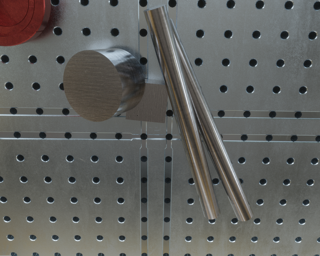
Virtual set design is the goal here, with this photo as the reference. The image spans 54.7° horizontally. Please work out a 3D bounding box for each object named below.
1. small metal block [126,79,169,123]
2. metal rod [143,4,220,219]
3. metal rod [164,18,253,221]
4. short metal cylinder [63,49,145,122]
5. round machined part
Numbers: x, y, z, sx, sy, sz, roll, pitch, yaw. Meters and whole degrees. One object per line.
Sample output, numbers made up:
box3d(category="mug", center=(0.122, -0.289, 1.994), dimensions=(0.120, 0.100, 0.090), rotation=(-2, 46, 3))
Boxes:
box3d(category="small metal block", center=(-0.016, -0.036, 0.400), dimensions=(0.050, 0.025, 0.050), rotation=(6, 110, -3))
box3d(category="metal rod", center=(0.036, -0.001, 0.396), dimensions=(0.025, 0.025, 0.298), rotation=(-15, 116, 5))
box3d(category="metal rod", center=(0.065, 0.003, 0.414), dimensions=(0.025, 0.025, 0.299), rotation=(-23, 109, 8))
box3d(category="short metal cylinder", center=(-0.065, -0.052, 0.364), dimensions=(0.080, 0.050, 0.079), rotation=(8, 109, 24))
box3d(category="round machined part", center=(-0.172, -0.144, 0.350), dimensions=(0.099, 0.042, 0.097), rotation=(0, 110, 0))
